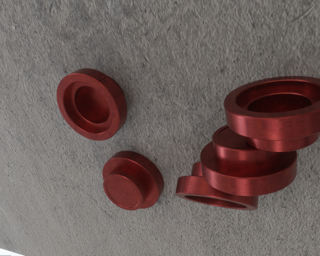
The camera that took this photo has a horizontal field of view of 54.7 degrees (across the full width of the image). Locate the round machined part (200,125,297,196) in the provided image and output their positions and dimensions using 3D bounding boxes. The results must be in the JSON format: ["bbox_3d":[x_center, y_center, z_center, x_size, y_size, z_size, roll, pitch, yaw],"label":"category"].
[{"bbox_3d":[0.091,0.025,0.327,0.098,0.098,0.042,3,116,27],"label":"round machined part"}]

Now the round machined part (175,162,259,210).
[{"bbox_3d":[0.071,0.070,0.381,0.099,0.042,0.098,10,162,4],"label":"round machined part"}]

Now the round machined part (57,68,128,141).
[{"bbox_3d":[-0.087,-0.035,0.420,0.098,0.042,0.097,13,124,21],"label":"round machined part"}]

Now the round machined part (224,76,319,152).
[{"bbox_3d":[0.113,-0.012,0.293,0.098,0.098,0.042,0,118,28],"label":"round machined part"}]

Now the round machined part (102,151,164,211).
[{"bbox_3d":[-0.047,0.087,0.475,0.098,0.042,0.097,13,124,21],"label":"round machined part"}]
